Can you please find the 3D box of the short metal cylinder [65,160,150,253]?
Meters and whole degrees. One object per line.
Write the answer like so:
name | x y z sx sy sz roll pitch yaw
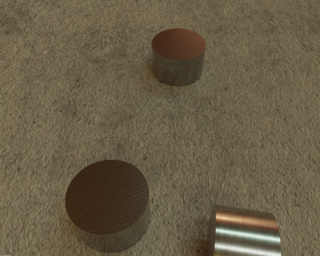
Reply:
short metal cylinder | -0.051 0.080 0.319 0.080 0.050 0.080 0 50 0

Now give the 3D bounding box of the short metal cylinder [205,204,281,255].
short metal cylinder | 0.069 0.112 0.274 0.050 0.080 0.080 7 51 6

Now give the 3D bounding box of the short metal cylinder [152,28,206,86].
short metal cylinder | 0.028 -0.110 0.479 0.080 0.050 0.080 0 50 0
